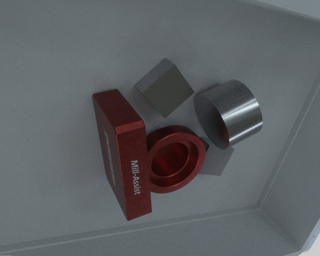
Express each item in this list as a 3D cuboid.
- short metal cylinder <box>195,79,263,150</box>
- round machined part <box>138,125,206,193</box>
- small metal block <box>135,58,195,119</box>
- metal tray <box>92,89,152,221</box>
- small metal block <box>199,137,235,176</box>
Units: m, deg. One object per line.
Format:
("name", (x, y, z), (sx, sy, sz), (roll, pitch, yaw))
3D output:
("short metal cylinder", (0.089, -0.018, 0.411), (0.050, 0.080, 0.080), (-26, 128, -13))
("round machined part", (0.010, 0.038, 0.424), (0.099, 0.042, 0.097), (-14, 125, -21))
("small metal block", (0.006, -0.048, 0.382), (0.050, 0.025, 0.050), (-42, 128, 1))
("metal tray", (-0.044, 0.031, 0.361), (0.030, 0.090, 0.129), (-16, 125, -19))
("small metal block", (0.079, 0.045, 0.480), (0.050, 0.025, 0.050), (10, 113, -32))
